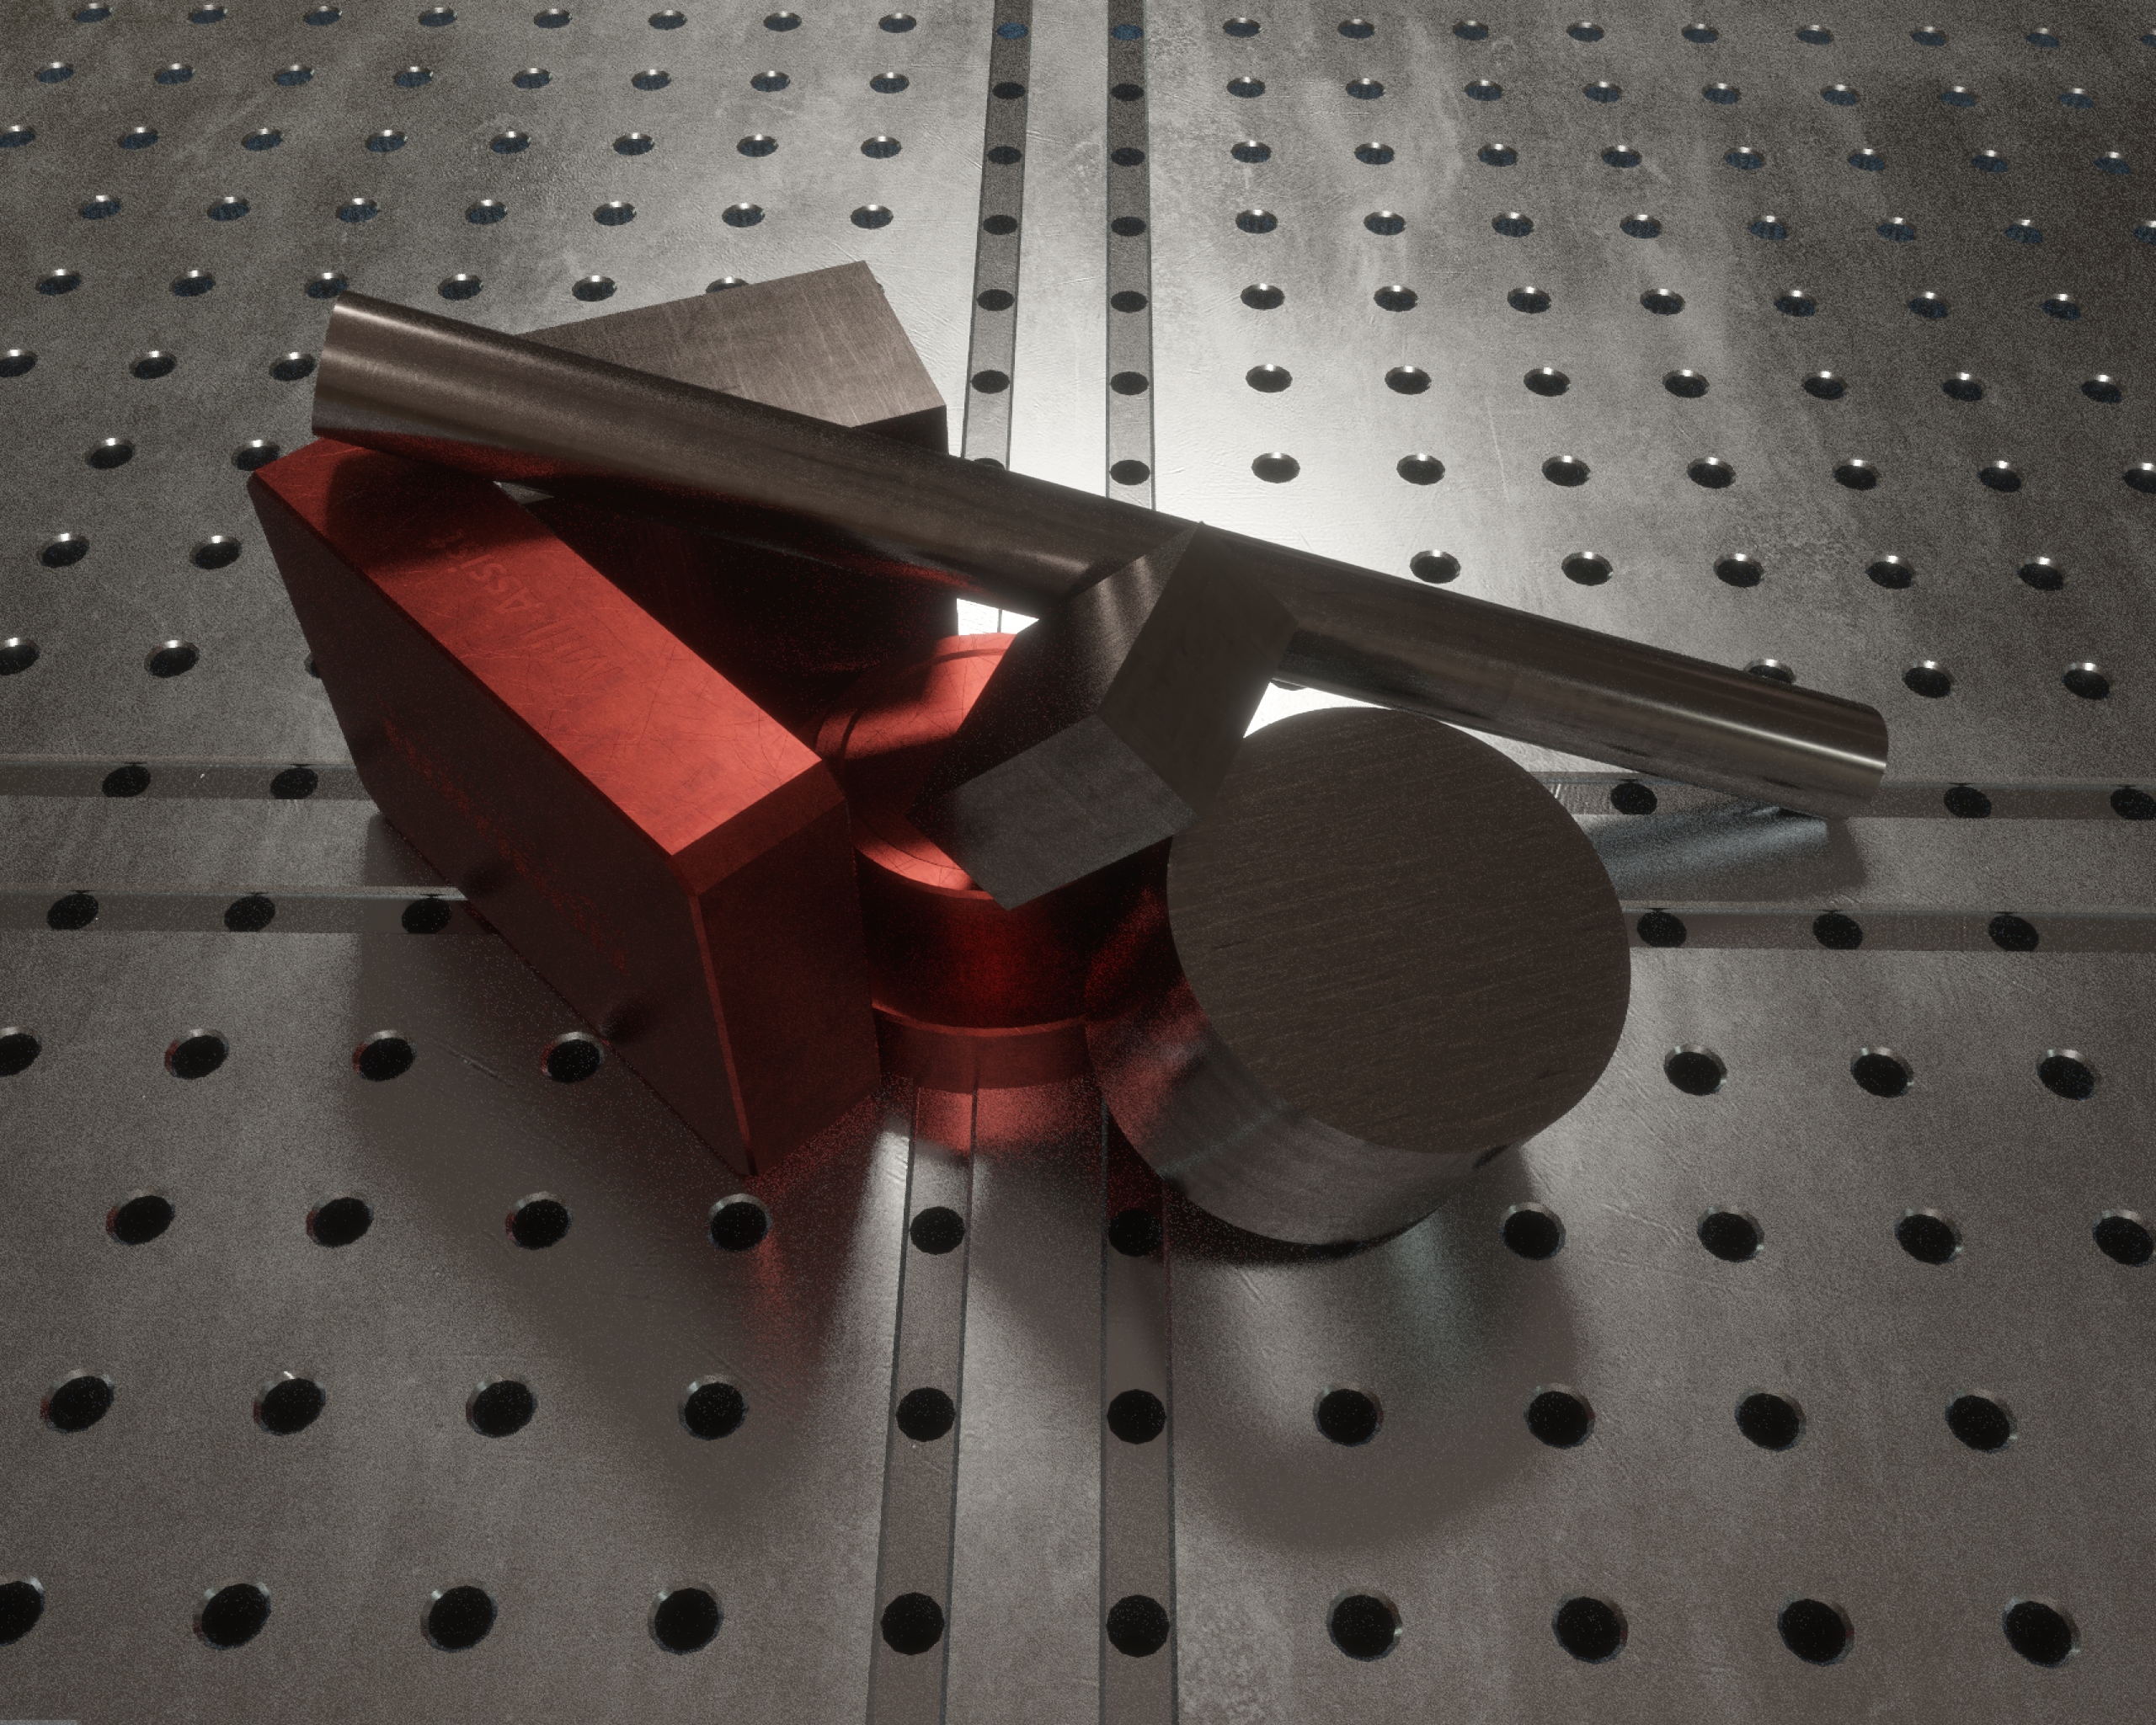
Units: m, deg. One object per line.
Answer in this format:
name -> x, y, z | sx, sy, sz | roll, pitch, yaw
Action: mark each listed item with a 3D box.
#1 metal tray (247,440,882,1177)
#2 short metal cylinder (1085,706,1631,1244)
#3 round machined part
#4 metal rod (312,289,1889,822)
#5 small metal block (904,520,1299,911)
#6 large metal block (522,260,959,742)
metal tray -> -0.091, -0.013, 0.374 | 0.030, 0.089, 0.130 | -36, 59, -26
short metal cylinder -> 0.047, 0.020, 0.360 | 0.081, 0.050, 0.080 | 7, 62, -13
round machined part -> -0.016, -0.007, 0.406 | 0.099, 0.042, 0.098 | 0, 50, 0
metal rod -> 0.017, -0.052, 0.390 | 0.302, 0.025, 0.025 | 13, 48, -15
small metal block -> 0.004, -0.024, 0.355 | 0.025, 0.050, 0.050 | 44, 49, -20
large metal block -> -0.071, -0.067, 0.425 | 0.081, 0.080, 0.050 | -17, 52, -14
